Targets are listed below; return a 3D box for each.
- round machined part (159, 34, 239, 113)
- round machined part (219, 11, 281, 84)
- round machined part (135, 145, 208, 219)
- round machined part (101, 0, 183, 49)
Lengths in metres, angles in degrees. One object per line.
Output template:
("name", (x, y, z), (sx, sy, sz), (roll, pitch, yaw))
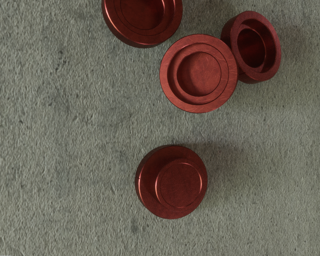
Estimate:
("round machined part", (0.052, -0.070, 0.402), (0.098, 0.042, 0.097), (3, 101, 16))
("round machined part", (0.121, -0.109, 0.437), (0.099, 0.042, 0.097), (4, 82, -31))
("round machined part", (0.020, 0.072, 0.407), (0.099, 0.042, 0.097), (0, 90, -20))
("round machined part", (-0.025, -0.149, 0.390), (0.099, 0.042, 0.097), (0, 90, -20))
